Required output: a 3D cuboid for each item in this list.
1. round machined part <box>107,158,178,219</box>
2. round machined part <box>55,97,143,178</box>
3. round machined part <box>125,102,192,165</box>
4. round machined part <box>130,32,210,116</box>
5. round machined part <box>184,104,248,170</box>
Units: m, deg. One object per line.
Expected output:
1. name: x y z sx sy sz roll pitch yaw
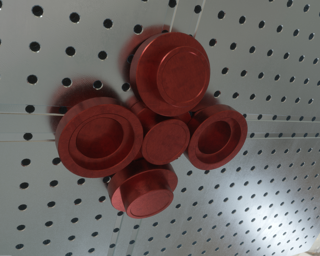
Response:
1. round machined part: -0.020 0.090 0.431 0.099 0.042 0.097 -15 139 -14
2. round machined part: -0.073 0.008 0.366 0.099 0.042 0.097 -14 125 -21
3. round machined part: 0.000 0.009 0.406 0.099 0.042 0.097 -14 125 -21
4. round machined part: 0.018 -0.061 0.359 0.099 0.042 0.097 -8 107 -25
5. round machined part: 0.074 0.009 0.448 0.099 0.042 0.097 -14 125 -21
